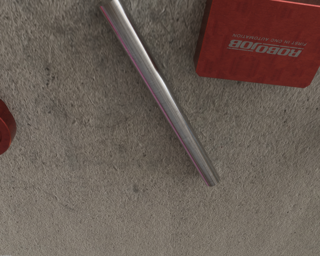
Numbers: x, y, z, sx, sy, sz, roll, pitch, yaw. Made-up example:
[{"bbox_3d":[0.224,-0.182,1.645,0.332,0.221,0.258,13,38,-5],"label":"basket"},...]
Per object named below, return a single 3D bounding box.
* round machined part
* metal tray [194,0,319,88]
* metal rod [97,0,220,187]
[{"bbox_3d":[-0.229,-0.010,0.384,0.099,0.042,0.097,-1,130,0],"label":"round machined part"},{"bbox_3d":[0.109,-0.093,0.326,0.131,0.030,0.089,5,130,-5],"label":"metal tray"},{"bbox_3d":[0.015,-0.022,0.388,0.025,0.025,0.299,-21,128,16],"label":"metal rod"}]
